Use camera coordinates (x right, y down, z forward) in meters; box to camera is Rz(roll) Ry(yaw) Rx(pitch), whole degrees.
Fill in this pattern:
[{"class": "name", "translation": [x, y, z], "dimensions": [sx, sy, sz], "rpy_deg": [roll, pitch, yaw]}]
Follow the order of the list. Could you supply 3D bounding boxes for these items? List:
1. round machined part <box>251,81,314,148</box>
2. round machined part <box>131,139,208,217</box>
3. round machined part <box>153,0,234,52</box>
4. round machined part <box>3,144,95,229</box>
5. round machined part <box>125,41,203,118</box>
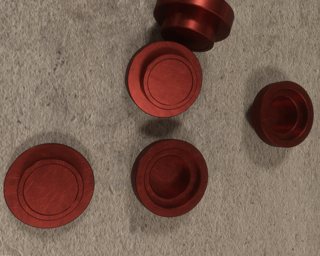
[{"class": "round machined part", "translation": [0.178, -0.020, 0.468], "dimensions": [0.099, 0.042, 0.097], "rpy_deg": [0, 90, -21]}, {"class": "round machined part", "translation": [0.010, 0.063, 0.405], "dimensions": [0.099, 0.042, 0.097], "rpy_deg": [0, 90, -21]}, {"class": "round machined part", "translation": [0.039, -0.128, 0.386], "dimensions": [0.099, 0.098, 0.042], "rpy_deg": [19, 83, -20]}, {"class": "round machined part", "translation": [-0.125, 0.067, 0.354], "dimensions": [0.099, 0.042, 0.097], "rpy_deg": [0, 90, -21]}, {"class": "round machined part", "translation": [0.008, -0.060, 0.391], "dimensions": [0.099, 0.042, 0.097], "rpy_deg": [-4, 106, -14]}]
